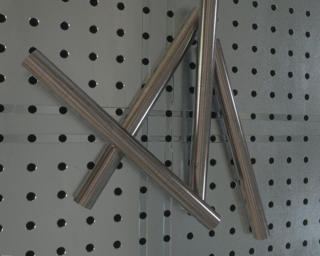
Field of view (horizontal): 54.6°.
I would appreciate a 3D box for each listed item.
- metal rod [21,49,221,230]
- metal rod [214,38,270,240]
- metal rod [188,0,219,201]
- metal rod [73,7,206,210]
[{"bbox_3d":[-0.035,0.024,0.371,0.300,0.025,0.025,44,77,-15],"label":"metal rod"},{"bbox_3d":[0.113,0.020,0.453,0.025,0.025,0.299,-18,96,-19],"label":"metal rod"},{"bbox_3d":[0.058,-0.032,0.418,0.025,0.025,0.298,1,95,-20],"label":"metal rod"},{"bbox_3d":[-0.019,-0.033,0.405,0.025,0.025,0.300,34,79,-17],"label":"metal rod"}]
